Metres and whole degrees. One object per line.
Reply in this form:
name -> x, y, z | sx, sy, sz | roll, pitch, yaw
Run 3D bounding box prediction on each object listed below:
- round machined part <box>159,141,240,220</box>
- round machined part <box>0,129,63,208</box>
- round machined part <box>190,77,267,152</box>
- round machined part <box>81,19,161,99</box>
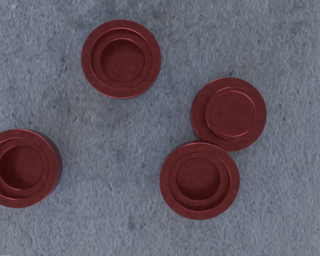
round machined part -> 0.049, 0.064, 0.399 | 0.099, 0.042, 0.097 | 0, 96, 1
round machined part -> -0.175, 0.050, 0.399 | 0.099, 0.042, 0.097 | 0, 90, -1
round machined part -> 0.090, -0.017, 0.403 | 0.099, 0.042, 0.097 | 0, 90, -1
round machined part -> -0.048, -0.085, 0.401 | 0.099, 0.042, 0.097 | 0, 90, -1
